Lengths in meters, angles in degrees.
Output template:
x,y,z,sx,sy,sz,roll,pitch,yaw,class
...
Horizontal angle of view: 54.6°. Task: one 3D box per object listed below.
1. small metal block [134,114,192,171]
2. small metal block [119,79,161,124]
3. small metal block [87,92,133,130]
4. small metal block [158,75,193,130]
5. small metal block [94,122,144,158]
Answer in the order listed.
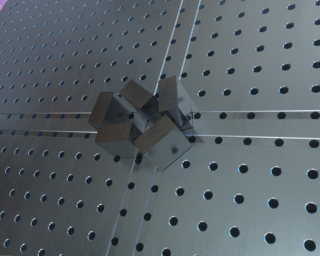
x,y,z,sx,sy,sz,roll,pitch,yaw,class
0.005,0.019,0.378,0.050,0.050,0.025,-41,50,1,small metal block
-0.021,-0.033,0.425,0.025,0.050,0.050,-48,52,-4,small metal block
-0.069,-0.017,0.440,0.025,0.050,0.050,3,64,30,small metal block
0.020,-0.031,0.401,0.025,0.050,0.050,-15,55,20,small metal block
-0.048,0.018,0.407,0.050,0.050,0.025,-5,60,26,small metal block
